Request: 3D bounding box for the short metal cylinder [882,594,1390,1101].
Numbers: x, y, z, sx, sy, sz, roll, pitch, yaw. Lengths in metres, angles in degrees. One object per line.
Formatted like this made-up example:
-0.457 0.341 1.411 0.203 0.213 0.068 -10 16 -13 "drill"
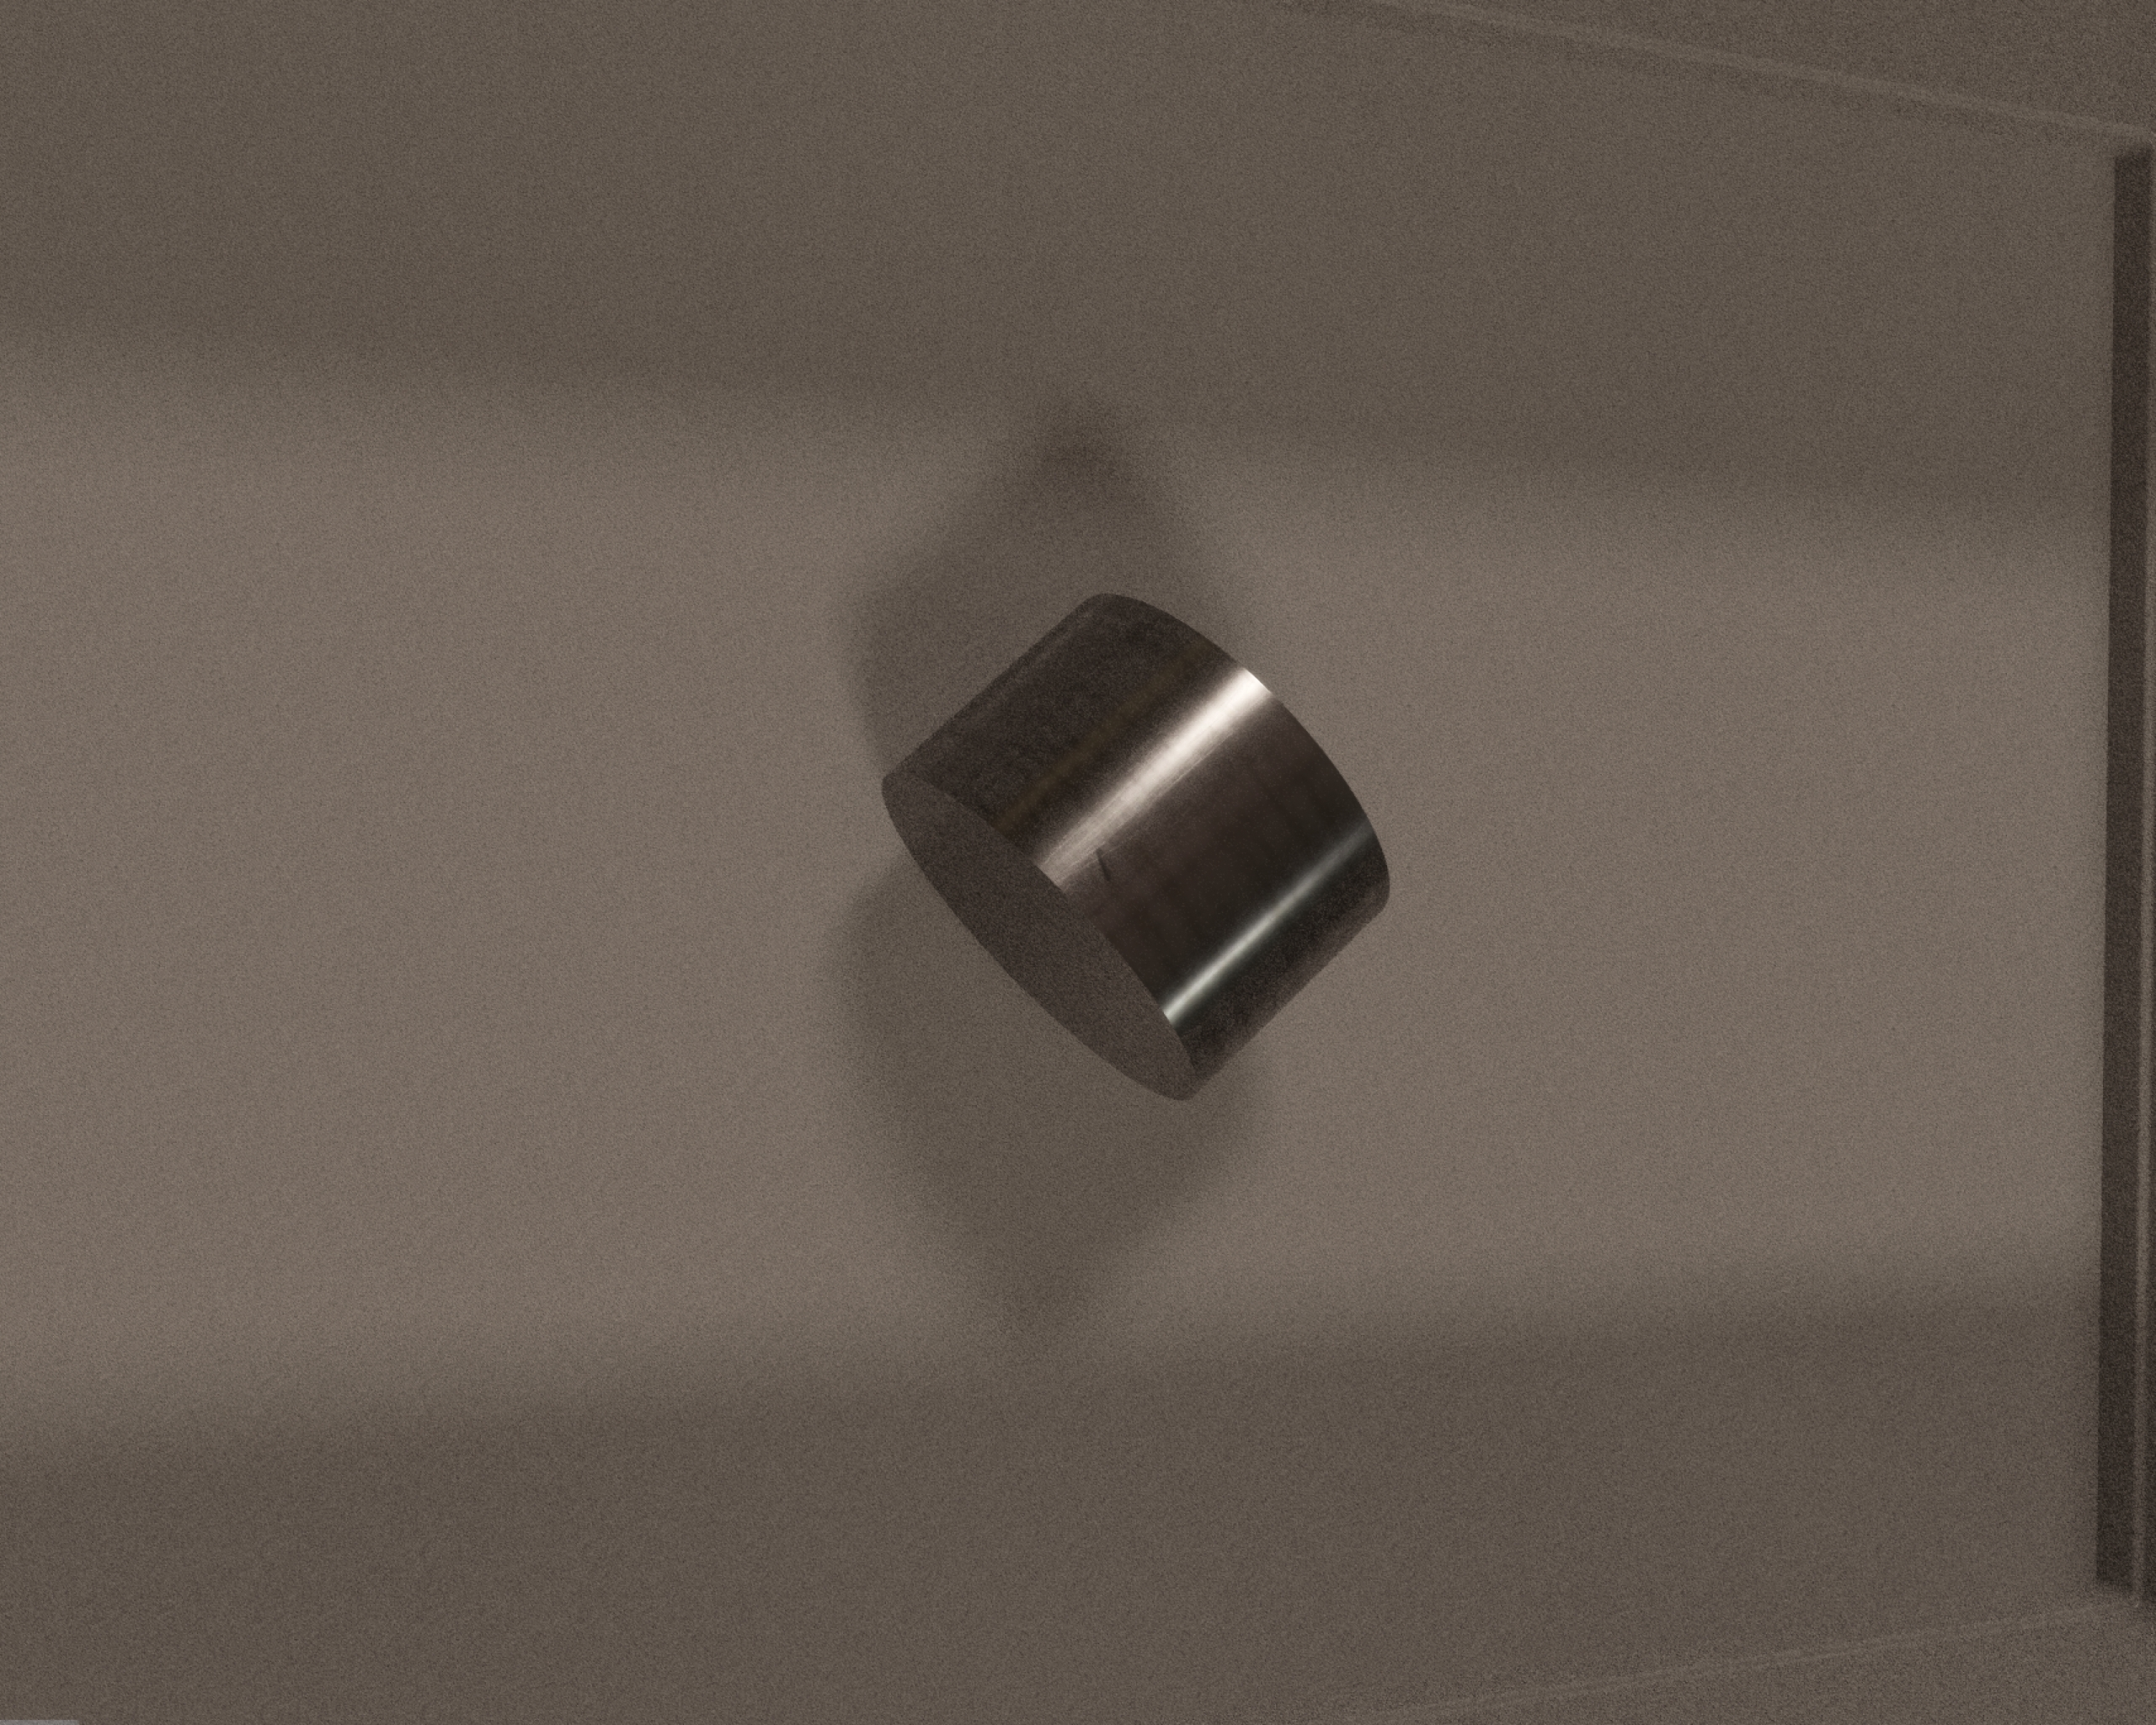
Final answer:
0.010 -0.003 0.383 0.050 0.080 0.080 -43 104 -15 "short metal cylinder"
